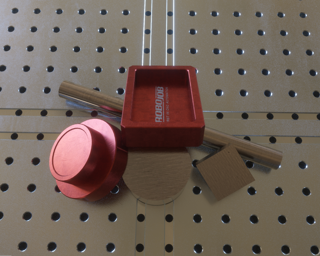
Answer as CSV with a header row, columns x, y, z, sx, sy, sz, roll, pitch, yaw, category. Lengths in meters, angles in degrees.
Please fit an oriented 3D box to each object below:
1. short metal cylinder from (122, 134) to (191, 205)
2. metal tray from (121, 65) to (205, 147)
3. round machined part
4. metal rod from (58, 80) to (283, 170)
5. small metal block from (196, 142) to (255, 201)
x,y,z,sx,sy,sz,roll,pitch,yaw,category
-0.004,0.050,0.376,0.081,0.050,0.080,0,70,0,short metal cylinder
0.003,-0.032,0.386,0.091,0.030,0.130,0,41,-1,metal tray
-0.089,0.033,0.361,0.098,0.042,0.098,-15,61,29,round machined part
0.009,-0.006,0.410,0.301,0.025,0.025,19,71,6,metal rod
0.078,0.052,0.377,0.050,0.025,0.050,-31,89,6,small metal block
